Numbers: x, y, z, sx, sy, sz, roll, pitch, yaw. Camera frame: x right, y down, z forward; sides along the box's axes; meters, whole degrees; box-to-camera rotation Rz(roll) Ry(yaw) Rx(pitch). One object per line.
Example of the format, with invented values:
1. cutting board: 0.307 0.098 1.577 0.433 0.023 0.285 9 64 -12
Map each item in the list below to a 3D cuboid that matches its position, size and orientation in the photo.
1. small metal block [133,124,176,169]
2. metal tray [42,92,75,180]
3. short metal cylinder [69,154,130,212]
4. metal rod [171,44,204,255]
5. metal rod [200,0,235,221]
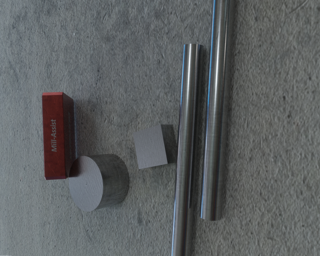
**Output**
1. small metal block: -0.006 0.025 0.410 0.050 0.025 0.050 -17 80 38
2. metal tray: -0.160 0.013 0.498 0.090 0.030 0.129 156 111 -84
3. short metal cylinder: -0.092 0.080 0.465 0.080 0.050 0.079 0 90 40
4. metal rod: 0.032 0.050 0.378 0.025 0.025 0.298 5 93 40
5. metal rod: 0.066 -0.046 0.350 0.025 0.025 0.298 5 93 40
